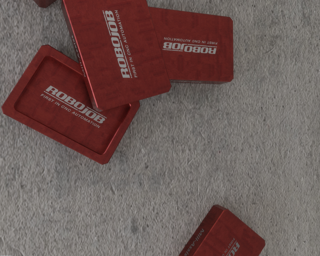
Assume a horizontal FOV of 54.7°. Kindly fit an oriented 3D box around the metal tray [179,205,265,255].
[{"bbox_3d":[0.079,0.187,0.436,0.090,0.030,0.130,42,77,-15],"label":"metal tray"}]

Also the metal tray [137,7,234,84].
[{"bbox_3d":[0.035,-0.108,0.419,0.131,0.030,0.089,-1,90,-20],"label":"metal tray"}]

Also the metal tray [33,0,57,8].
[{"bbox_3d":[-0.118,-0.216,0.362,0.130,0.030,0.090,-44,104,-15],"label":"metal tray"}]

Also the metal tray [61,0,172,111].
[{"bbox_3d":[-0.049,-0.092,0.356,0.091,0.030,0.129,-19,96,-19],"label":"metal tray"}]

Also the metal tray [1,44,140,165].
[{"bbox_3d":[-0.101,-0.025,0.368,0.131,0.030,0.090,31,80,-18],"label":"metal tray"}]
